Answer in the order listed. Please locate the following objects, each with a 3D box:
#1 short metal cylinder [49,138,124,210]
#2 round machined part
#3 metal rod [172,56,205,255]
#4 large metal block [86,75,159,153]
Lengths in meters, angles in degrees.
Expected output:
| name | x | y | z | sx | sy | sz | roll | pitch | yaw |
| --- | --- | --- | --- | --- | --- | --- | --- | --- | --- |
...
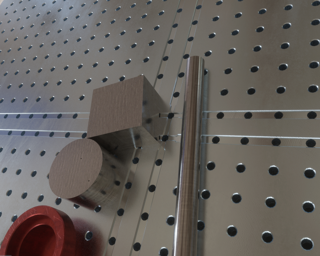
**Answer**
| name | x | y | z | sx | sy | sz | roll | pitch | yaw |
| --- | --- | --- | --- | --- | --- | --- | --- | --- | --- |
| short metal cylinder | -0.095 | 0.060 | 0.404 | 0.080 | 0.050 | 0.080 | -13 | 56 | 20 |
| round machined part | -0.143 | 0.149 | 0.379 | 0.098 | 0.042 | 0.098 | -13 | 56 | 20 |
| metal rod | 0.035 | 0.037 | 0.366 | 0.025 | 0.025 | 0.299 | -7 | 58 | 24 |
| large metal block | -0.048 | -0.017 | 0.427 | 0.080 | 0.050 | 0.080 | -13 | 56 | 20 |
